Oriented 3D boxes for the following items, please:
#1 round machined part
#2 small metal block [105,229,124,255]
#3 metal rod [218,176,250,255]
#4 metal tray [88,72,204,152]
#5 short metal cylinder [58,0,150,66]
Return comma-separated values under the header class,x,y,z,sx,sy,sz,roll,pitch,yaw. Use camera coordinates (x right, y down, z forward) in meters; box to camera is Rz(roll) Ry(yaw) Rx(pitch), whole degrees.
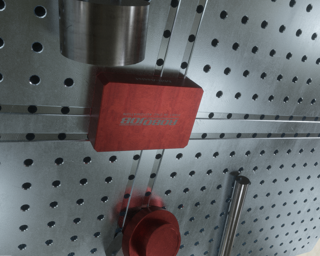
class,x,y,z,sx,sy,sz,roll,pitch,yaw
round machined part,-0.006,0.176,0.482,0.099,0.042,0.097,-6,99,-37
small metal block,-0.053,0.196,0.503,0.050,0.025,0.050,24,105,-37
metal rod,0.138,0.220,0.622,0.025,0.025,0.298,-11,123,-23
metal tray,-0.017,-0.018,0.388,0.131,0.030,0.089,0,119,-28
short metal cylinder,-0.052,-0.095,0.289,0.081,0.080,0.050,-7,122,-25
